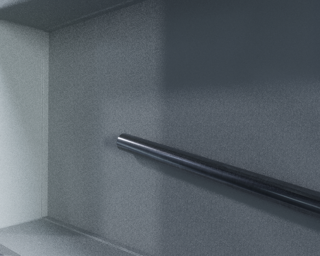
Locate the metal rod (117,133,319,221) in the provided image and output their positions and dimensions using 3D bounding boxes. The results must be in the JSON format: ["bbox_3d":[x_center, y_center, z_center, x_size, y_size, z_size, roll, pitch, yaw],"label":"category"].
[{"bbox_3d":[0.059,0.049,0.358,0.300,0.025,0.025,15,99,39],"label":"metal rod"}]
